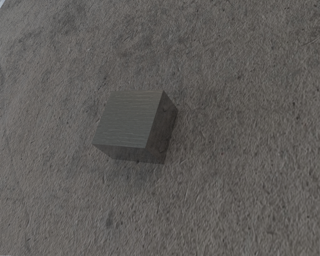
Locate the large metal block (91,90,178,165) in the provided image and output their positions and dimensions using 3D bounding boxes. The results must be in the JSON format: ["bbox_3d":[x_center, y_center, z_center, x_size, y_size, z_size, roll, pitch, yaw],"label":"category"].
[{"bbox_3d":[-0.031,-0.002,0.406,0.080,0.050,0.080,2,63,29],"label":"large metal block"}]
